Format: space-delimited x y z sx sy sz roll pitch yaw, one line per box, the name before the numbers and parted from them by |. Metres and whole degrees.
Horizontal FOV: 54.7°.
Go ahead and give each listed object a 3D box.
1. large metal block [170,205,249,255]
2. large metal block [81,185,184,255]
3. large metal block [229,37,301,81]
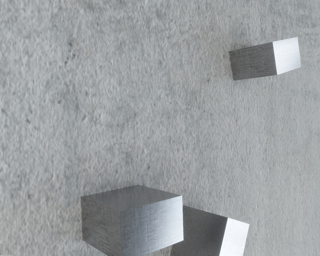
large metal block | 0.067 0.159 0.428 0.050 0.080 0.080 27 73 -37
large metal block | -0.032 0.100 0.344 0.081 0.080 0.050 -3 93 -40
large metal block | 0.176 -0.115 0.520 0.081 0.080 0.050 -20 103 -38
